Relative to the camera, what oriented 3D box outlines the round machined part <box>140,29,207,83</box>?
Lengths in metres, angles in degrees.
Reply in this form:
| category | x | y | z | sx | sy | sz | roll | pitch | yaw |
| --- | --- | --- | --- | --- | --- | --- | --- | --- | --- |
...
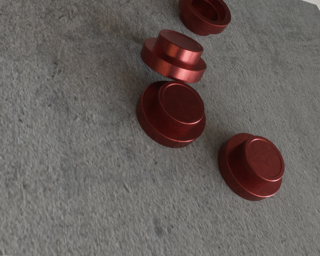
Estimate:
| category | x | y | z | sx | sy | sz | roll | pitch | yaw |
| --- | --- | --- | --- | --- | --- | --- | --- | --- | --- |
| round machined part | 0.024 | -0.110 | 0.453 | 0.099 | 0.042 | 0.098 | 18 | 32 | -12 |

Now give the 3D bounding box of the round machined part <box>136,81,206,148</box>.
| category | x | y | z | sx | sy | sz | roll | pitch | yaw |
| --- | --- | --- | --- | --- | --- | --- | --- | --- | --- |
| round machined part | 0.021 | -0.025 | 0.421 | 0.099 | 0.042 | 0.098 | 14 | 56 | -21 |

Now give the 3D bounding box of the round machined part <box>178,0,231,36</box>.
| category | x | y | z | sx | sy | sz | roll | pitch | yaw |
| --- | --- | --- | --- | --- | --- | --- | --- | --- | --- |
| round machined part | 0.077 | -0.207 | 0.563 | 0.099 | 0.042 | 0.098 | 14 | 56 | -21 |

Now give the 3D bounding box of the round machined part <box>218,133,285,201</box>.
| category | x | y | z | sx | sy | sz | roll | pitch | yaw |
| --- | --- | --- | --- | --- | --- | --- | --- | --- | --- |
| round machined part | 0.135 | 0.050 | 0.438 | 0.099 | 0.042 | 0.098 | 14 | 56 | -21 |
